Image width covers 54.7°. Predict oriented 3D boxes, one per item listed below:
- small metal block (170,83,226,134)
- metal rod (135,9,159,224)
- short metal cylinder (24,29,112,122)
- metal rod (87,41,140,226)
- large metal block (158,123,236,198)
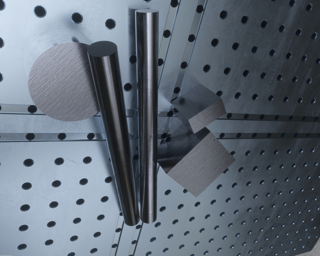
[{"bbox_3d":[0.049,-0.027,0.405,0.050,0.050,0.025,-33,129,-7],"label":"small metal block"},{"bbox_3d":[-0.016,0.006,0.399,0.025,0.025,0.298,-12,122,-22],"label":"metal rod"},{"bbox_3d":[-0.092,-0.053,0.312,0.081,0.050,0.079,-14,124,-21],"label":"short metal cylinder"},{"bbox_3d":[-0.046,0.036,0.366,0.025,0.025,0.298,-20,139,-17],"label":"metal rod"},{"bbox_3d":[0.049,0.042,0.448,0.080,0.050,0.080,-44,130,2],"label":"large metal block"}]
